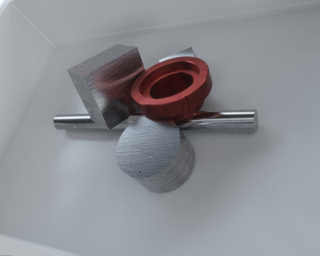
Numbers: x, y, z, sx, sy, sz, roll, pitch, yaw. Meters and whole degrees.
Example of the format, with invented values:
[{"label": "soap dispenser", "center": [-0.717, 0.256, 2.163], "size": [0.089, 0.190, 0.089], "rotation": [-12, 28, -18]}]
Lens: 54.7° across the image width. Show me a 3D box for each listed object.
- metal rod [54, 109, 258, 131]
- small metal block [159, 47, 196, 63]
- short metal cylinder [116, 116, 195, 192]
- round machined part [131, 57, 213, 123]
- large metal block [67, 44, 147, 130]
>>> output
[{"label": "metal rod", "center": [-0.025, -0.009, 0.419], "size": [0.300, 0.025, 0.025], "rotation": [0, 62, 27]}, {"label": "small metal block", "center": [0.029, -0.080, 0.437], "size": [0.050, 0.025, 0.050], "rotation": [-19, 54, 16]}, {"label": "short metal cylinder", "center": [-0.004, 0.030, 0.369], "size": [0.080, 0.050, 0.080], "rotation": [-13, 56, 20]}, {"label": "round machined part", "center": [0.017, -0.044, 0.385], "size": [0.098, 0.042, 0.098], "rotation": [-15, 39, 12]}, {"label": "large metal block", "center": [-0.063, -0.057, 0.416], "size": [0.080, 0.080, 0.050], "rotation": [-36, 36, -25]}]
